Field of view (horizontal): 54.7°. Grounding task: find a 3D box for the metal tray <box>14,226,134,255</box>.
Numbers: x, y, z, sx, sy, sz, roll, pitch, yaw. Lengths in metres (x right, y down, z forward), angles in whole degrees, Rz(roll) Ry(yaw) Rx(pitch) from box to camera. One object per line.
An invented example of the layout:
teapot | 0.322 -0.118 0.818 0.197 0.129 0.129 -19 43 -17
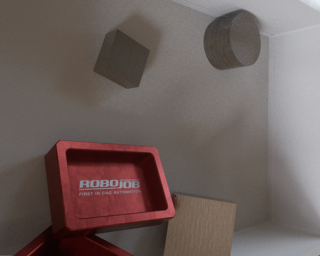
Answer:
metal tray | -0.087 0.137 0.256 0.131 0.090 0.030 -37 147 -67

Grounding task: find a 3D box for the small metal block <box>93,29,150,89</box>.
small metal block | -0.045 -0.081 0.370 0.050 0.025 0.050 26 74 -37

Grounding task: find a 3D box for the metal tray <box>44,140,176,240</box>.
metal tray | -0.051 0.063 0.335 0.131 0.030 0.090 7 56 -40

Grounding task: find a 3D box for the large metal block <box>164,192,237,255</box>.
large metal block | 0.053 0.132 0.409 0.050 0.080 0.080 51 47 -79

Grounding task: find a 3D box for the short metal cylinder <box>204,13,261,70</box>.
short metal cylinder | 0.115 -0.135 0.489 0.081 0.050 0.079 0 90 -40
